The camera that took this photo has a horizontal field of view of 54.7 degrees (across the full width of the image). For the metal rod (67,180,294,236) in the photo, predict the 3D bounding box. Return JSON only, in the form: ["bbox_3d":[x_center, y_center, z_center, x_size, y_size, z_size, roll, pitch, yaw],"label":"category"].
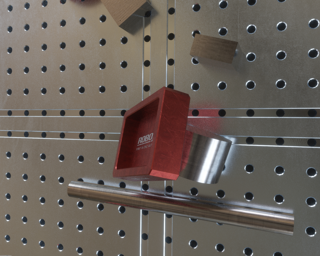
[{"bbox_3d":[0.012,0.101,0.408,0.301,0.025,0.025,4,92,19],"label":"metal rod"}]

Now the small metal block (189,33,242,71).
[{"bbox_3d":[0.069,-0.091,0.375,0.050,0.050,0.025,18,96,19],"label":"small metal block"}]

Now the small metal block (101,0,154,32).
[{"bbox_3d":[-0.046,-0.172,0.429,0.050,0.025,0.050,-37,79,16],"label":"small metal block"}]

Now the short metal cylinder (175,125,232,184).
[{"bbox_3d":[0.039,0.027,0.369,0.080,0.080,0.050,20,97,19],"label":"short metal cylinder"}]

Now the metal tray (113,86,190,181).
[{"bbox_3d":[-0.015,0.014,0.358,0.030,0.130,0.090,15,74,-22],"label":"metal tray"}]
